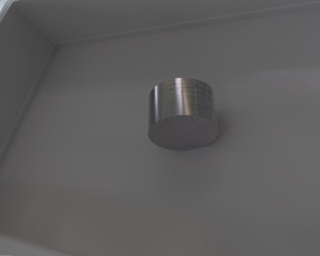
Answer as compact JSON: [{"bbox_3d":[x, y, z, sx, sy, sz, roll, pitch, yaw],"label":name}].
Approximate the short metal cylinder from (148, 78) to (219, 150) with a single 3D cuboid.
[{"bbox_3d":[0.026,-0.014,0.366,0.080,0.080,0.050,-14,56,21],"label":"short metal cylinder"}]
